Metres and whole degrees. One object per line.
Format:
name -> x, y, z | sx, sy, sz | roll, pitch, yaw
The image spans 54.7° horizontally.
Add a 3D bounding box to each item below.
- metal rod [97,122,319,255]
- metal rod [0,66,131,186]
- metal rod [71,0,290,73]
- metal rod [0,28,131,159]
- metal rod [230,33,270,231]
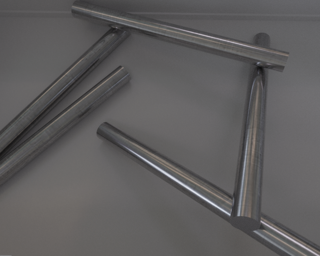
metal rod -> 0.037, 0.062, 0.327 | 0.300, 0.025, 0.025 | 28, 71, 34
metal rod -> -0.158, 0.019, 0.401 | 0.301, 0.025, 0.025 | -42, 75, -14
metal rod -> 0.016, -0.127, 0.416 | 0.301, 0.025, 0.025 | 19, 71, 14
metal rod -> -0.147, -0.046, 0.425 | 0.025, 0.025, 0.301 | 38, 74, 12
metal rod -> 0.111, -0.025, 0.361 | 0.025, 0.025, 0.300 | 16, 48, 6
